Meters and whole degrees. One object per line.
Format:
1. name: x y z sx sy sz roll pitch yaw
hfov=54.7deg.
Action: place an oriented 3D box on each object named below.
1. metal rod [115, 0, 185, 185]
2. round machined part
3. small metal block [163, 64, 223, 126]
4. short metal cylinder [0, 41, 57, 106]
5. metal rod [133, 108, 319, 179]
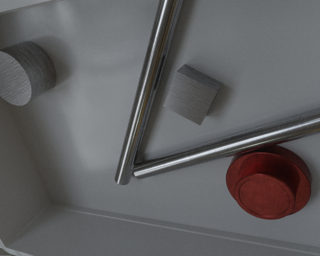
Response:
1. metal rod: -0.021 -0.033 0.398 0.025 0.025 0.298 27 128 11
2. round machined part: 0.128 0.071 0.374 0.098 0.042 0.097 13 124 20
3. small metal block: 0.038 -0.039 0.364 0.050 0.025 0.050 29 128 9
4. short metal cylinder: -0.199 -0.079 0.446 0.080 0.050 0.079 13 124 20
5. metal rod: 0.084 0.022 0.377 0.300 0.025 0.025 -20 108 35
